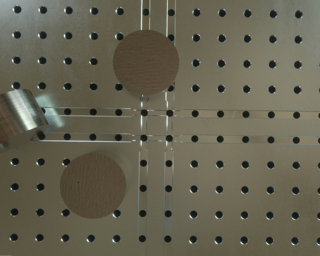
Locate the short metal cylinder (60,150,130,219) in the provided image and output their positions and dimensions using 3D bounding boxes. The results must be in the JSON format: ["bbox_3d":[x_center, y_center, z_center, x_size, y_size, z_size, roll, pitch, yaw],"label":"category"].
[{"bbox_3d":[-0.081,0.070,0.400,0.081,0.050,0.079,0,90,0],"label":"short metal cylinder"}]

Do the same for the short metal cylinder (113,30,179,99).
[{"bbox_3d":[-0.017,-0.080,0.401,0.081,0.050,0.079,0,90,0],"label":"short metal cylinder"}]

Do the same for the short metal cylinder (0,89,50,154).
[{"bbox_3d":[-0.186,-0.007,0.384,0.080,0.080,0.050,-29,90,0],"label":"short metal cylinder"}]
